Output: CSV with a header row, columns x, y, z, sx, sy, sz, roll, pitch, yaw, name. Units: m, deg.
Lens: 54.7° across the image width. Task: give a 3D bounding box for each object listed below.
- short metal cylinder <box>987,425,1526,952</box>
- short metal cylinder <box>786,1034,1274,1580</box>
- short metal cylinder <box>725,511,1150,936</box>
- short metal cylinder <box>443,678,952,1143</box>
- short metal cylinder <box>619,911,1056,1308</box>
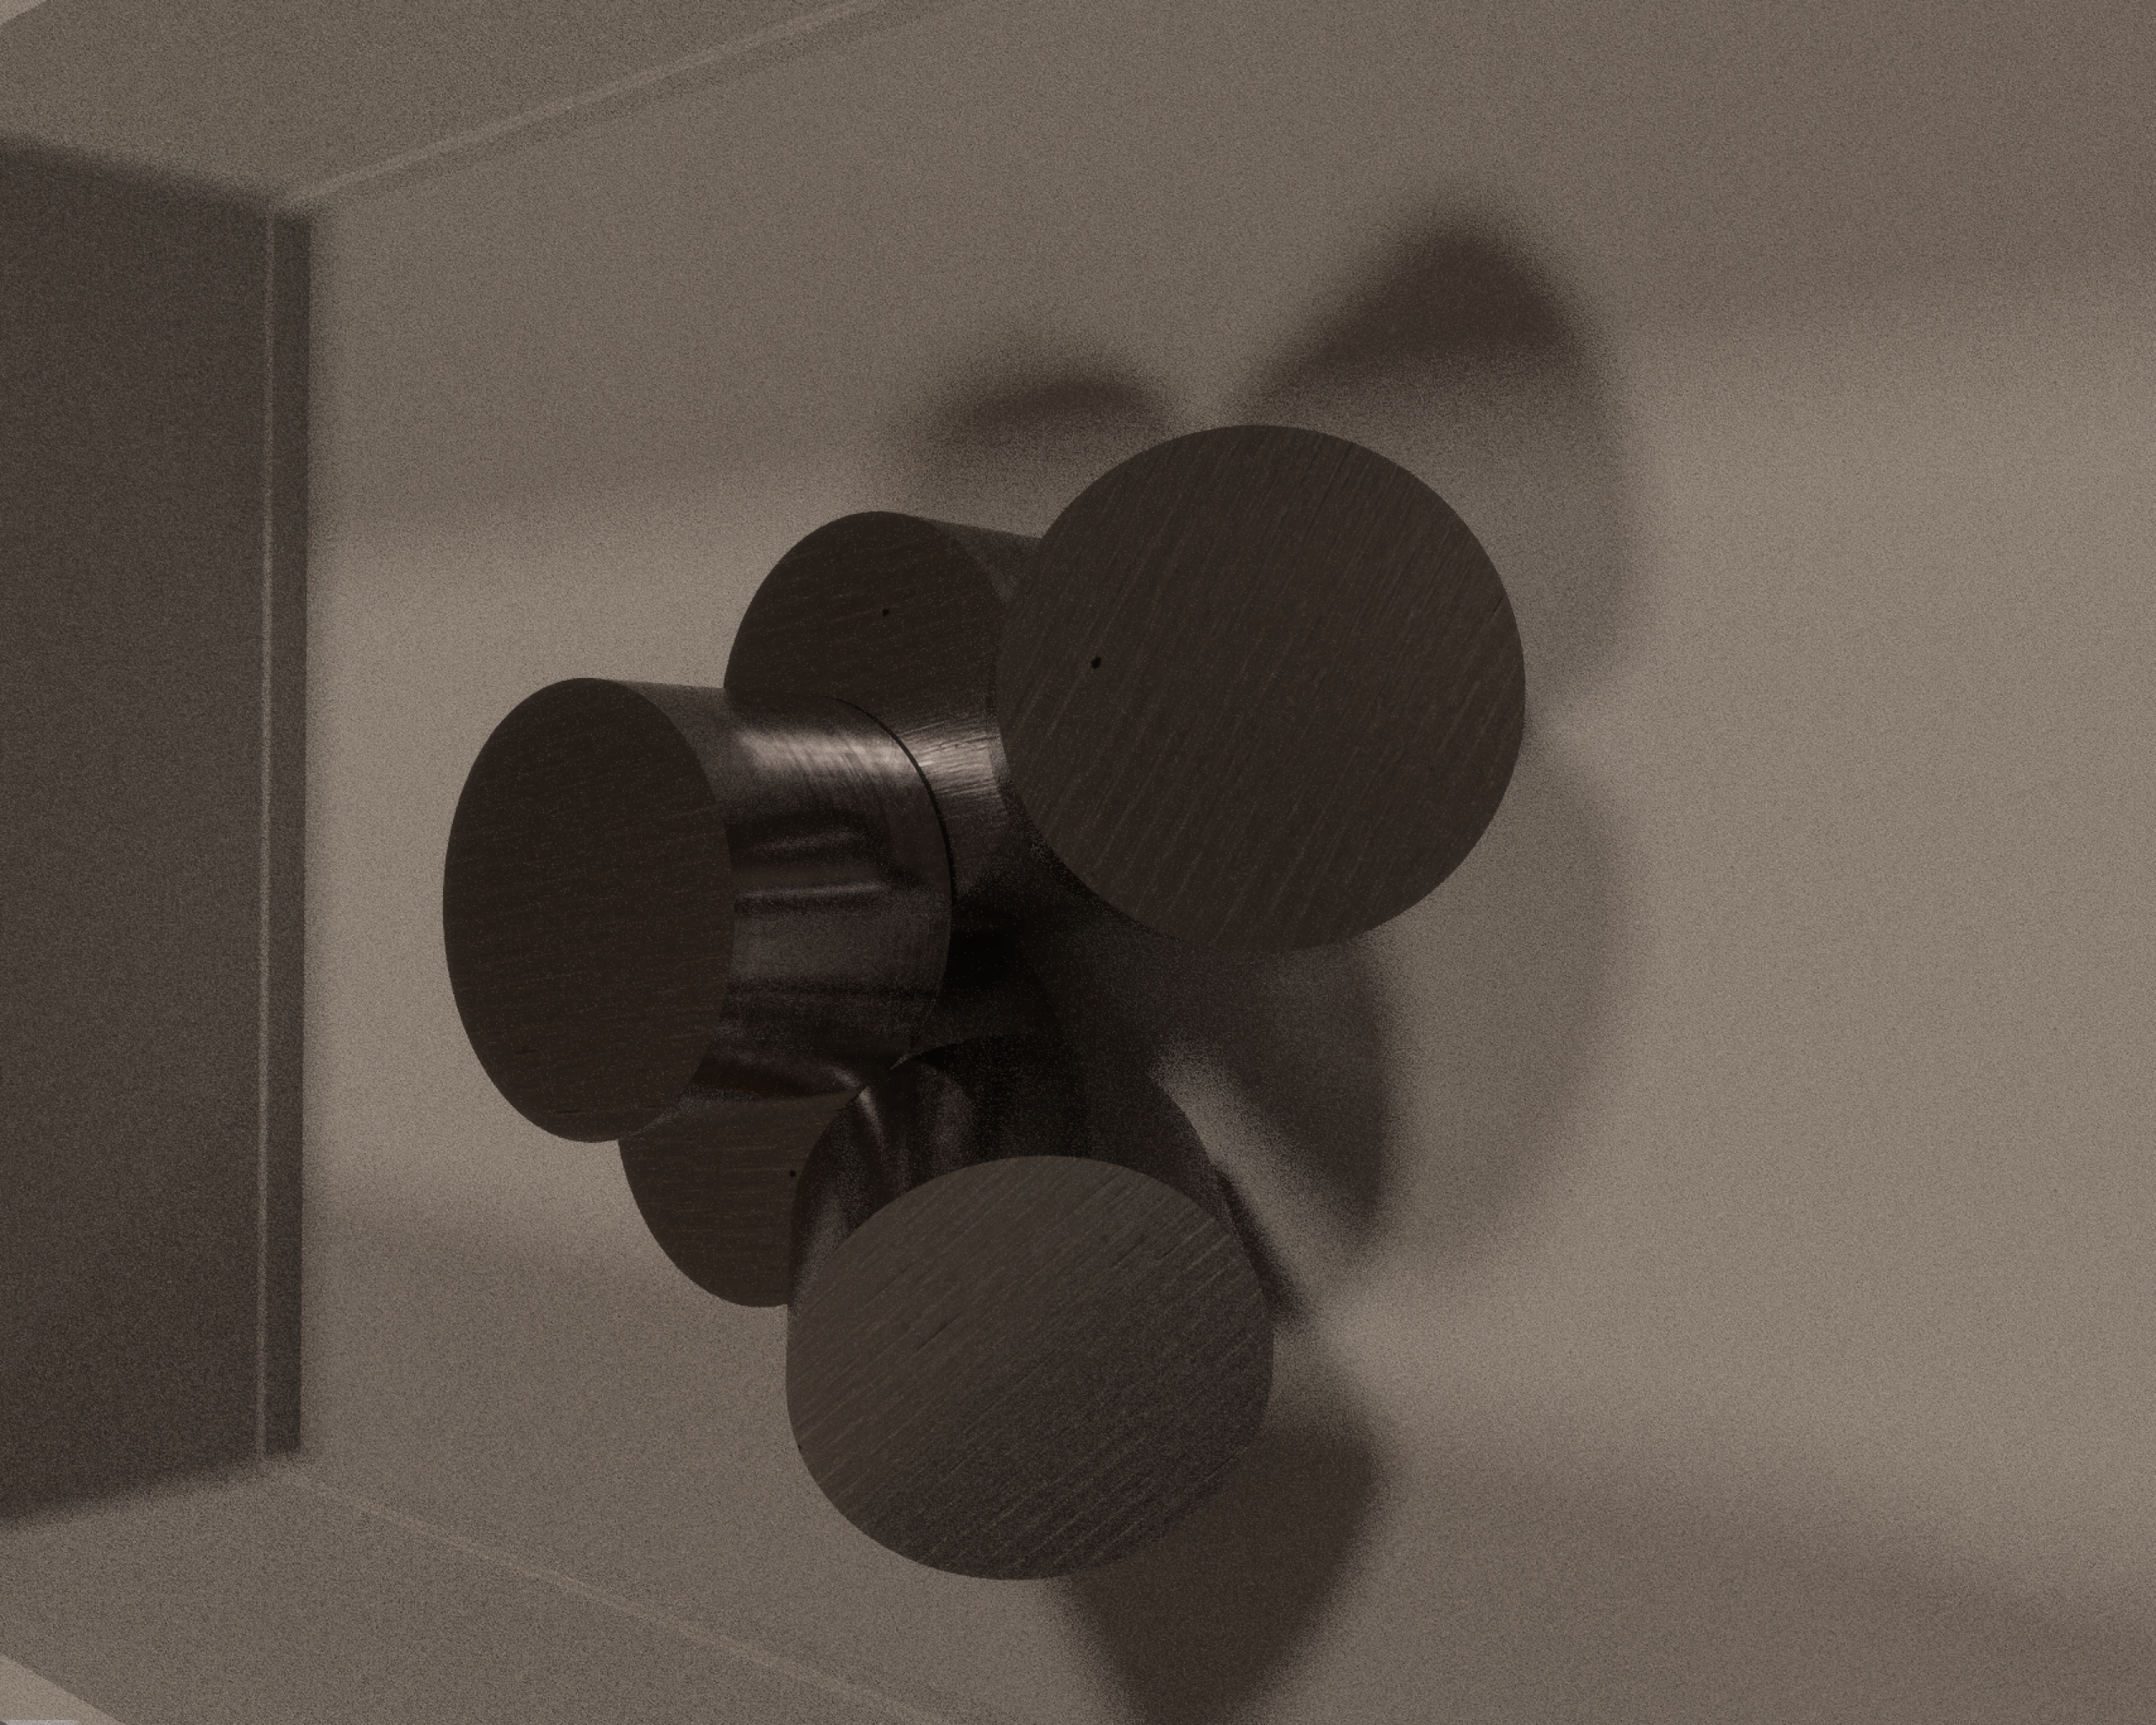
x,y,z,sx,sy,sz,roll,pitch,yaw,name
0.026,-0.026,0.339,0.081,0.050,0.079,0,89,-5,short metal cylinder
-0.010,0.077,0.367,0.050,0.081,0.079,-112,39,-71,short metal cylinder
-0.024,-0.025,0.406,0.080,0.050,0.079,0,90,39,short metal cylinder
-0.070,0.008,0.377,0.080,0.050,0.079,0,90,39,short metal cylinder
-0.050,0.047,0.428,0.080,0.050,0.079,0,90,39,short metal cylinder
